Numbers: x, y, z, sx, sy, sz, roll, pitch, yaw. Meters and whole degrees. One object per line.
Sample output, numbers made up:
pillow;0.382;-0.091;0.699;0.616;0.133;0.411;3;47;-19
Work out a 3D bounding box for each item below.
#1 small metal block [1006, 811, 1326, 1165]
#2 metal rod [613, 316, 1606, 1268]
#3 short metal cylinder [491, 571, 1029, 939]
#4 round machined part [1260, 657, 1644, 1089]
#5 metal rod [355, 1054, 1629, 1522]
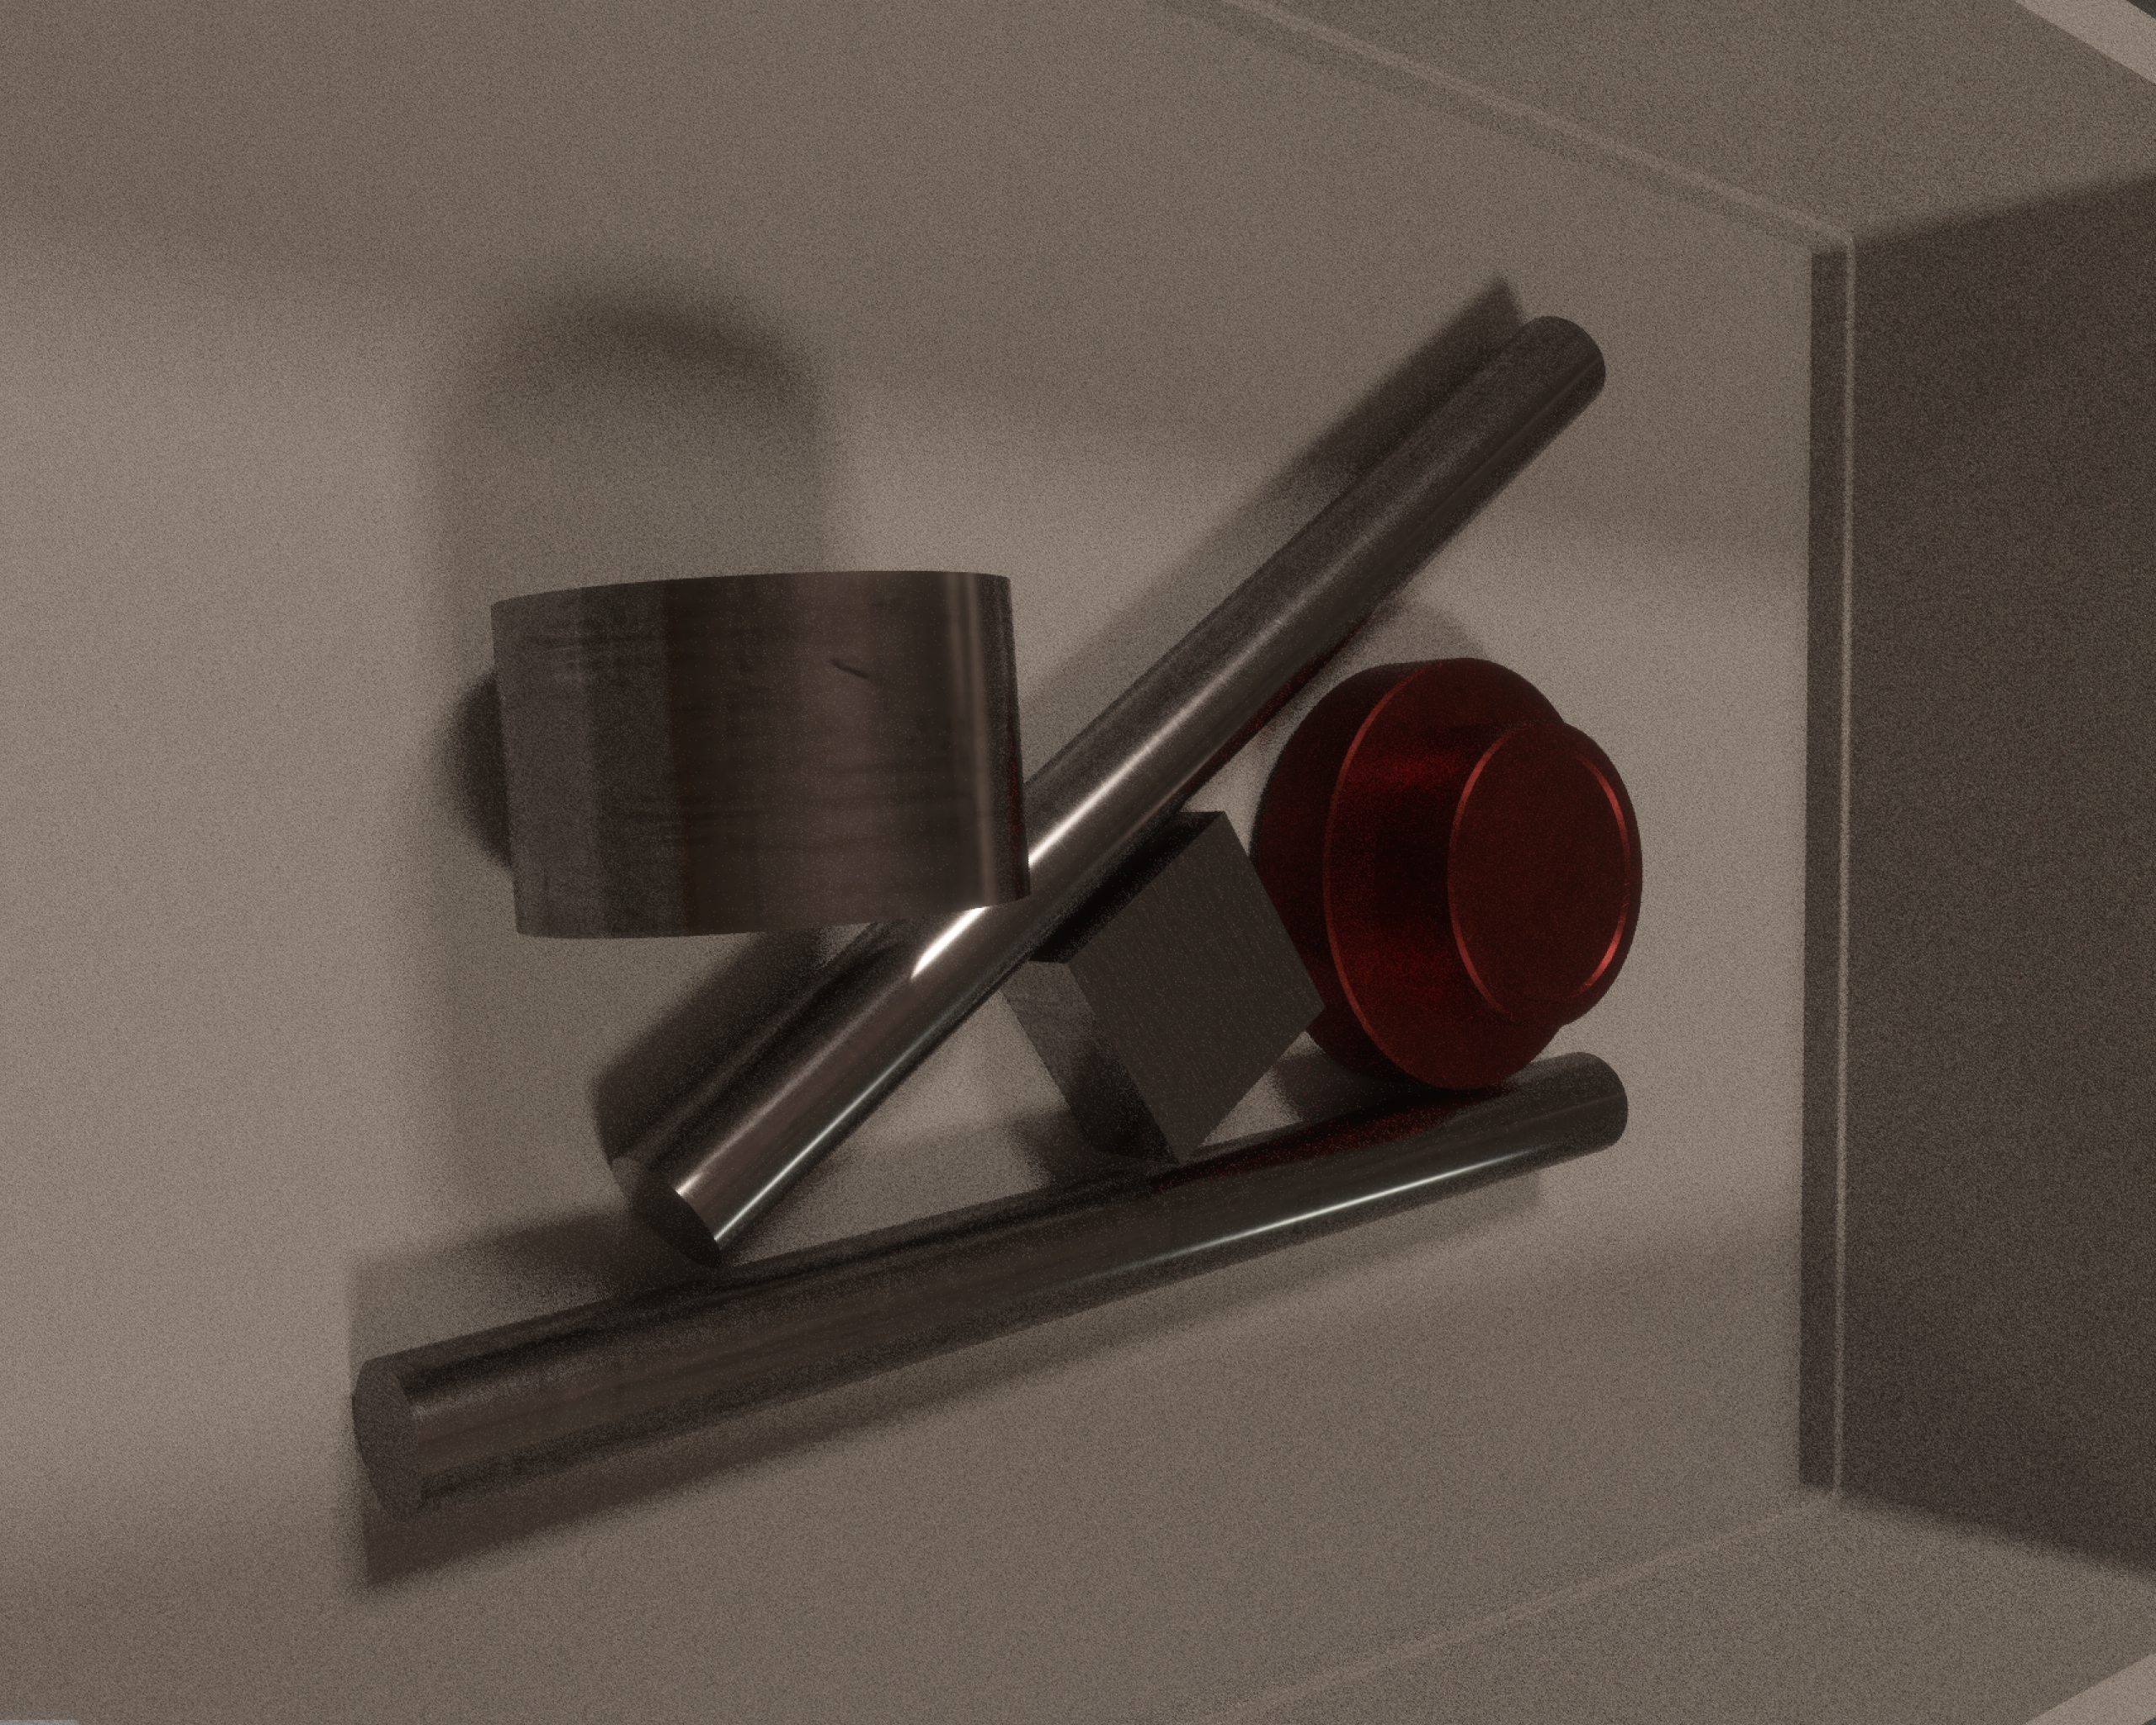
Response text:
small metal block;0.017;0.024;0.420;0.050;0.025;0.050;-43;116;-32
metal rod;0.024;-0.031;0.427;0.301;0.025;0.025;-44;117;-31
short metal cylinder;-0.049;-0.017;0.330;0.081;0.080;0.050;-7;95;-40
round machined part;0.090;0.002;0.470;0.099;0.042;0.097;0;90;-40
metal rod;0.010;0.073;0.415;0.302;0.025;0.025;-7;95;-40
